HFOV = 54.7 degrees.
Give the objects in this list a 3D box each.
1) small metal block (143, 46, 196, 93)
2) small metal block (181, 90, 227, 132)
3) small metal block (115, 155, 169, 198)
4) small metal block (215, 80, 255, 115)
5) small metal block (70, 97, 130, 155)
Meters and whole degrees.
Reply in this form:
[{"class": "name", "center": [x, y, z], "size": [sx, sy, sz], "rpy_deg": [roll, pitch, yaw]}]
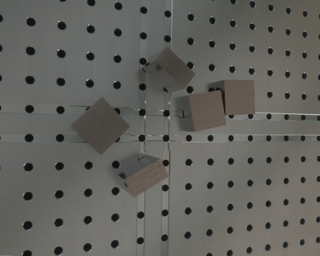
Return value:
[{"class": "small metal block", "center": [0.011, -0.074, 0.404], "size": [0.050, 0.050, 0.025], "rpy_deg": [41, 77, -16]}, {"class": "small metal block", "center": [0.062, -0.024, 0.437], "size": [0.050, 0.025, 0.050], "rpy_deg": [-12, 94, -20]}, {"class": "small metal block", "center": [-0.024, 0.059, 0.392], "size": [0.050, 0.050, 0.025], "rpy_deg": [-29, 100, -18]}, {"class": "small metal block", "center": [0.110, -0.044, 0.455], "size": [0.050, 0.025, 0.050], "rpy_deg": [-3, 91, -20]}, {"class": "small metal block", "center": [-0.075, -0.002, 0.386], "size": [0.050, 0.025, 0.050], "rpy_deg": [-46, 105, -14]}]
